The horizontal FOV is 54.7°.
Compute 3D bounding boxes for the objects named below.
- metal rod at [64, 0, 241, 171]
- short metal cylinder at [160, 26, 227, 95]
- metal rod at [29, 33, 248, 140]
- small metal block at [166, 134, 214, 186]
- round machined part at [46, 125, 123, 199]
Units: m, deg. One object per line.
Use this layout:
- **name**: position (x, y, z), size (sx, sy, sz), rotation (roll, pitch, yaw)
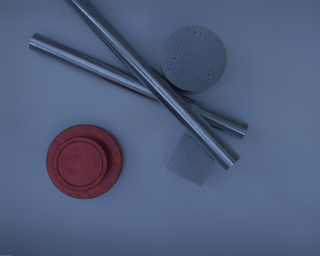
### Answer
- **metal rod**: position (-0.015, -0.066, 0.389), size (0.025, 0.025, 0.300), rotation (-43, 82, 0)
- **short metal cylinder**: position (0.041, -0.084, 0.399), size (0.081, 0.050, 0.079), rotation (0, 90, -1)
- **metal rod**: position (-0.027, -0.055, 0.411), size (0.301, 0.025, 0.025), rotation (23, 90, -1)
- **small metal block**: position (0.042, 0.042, 0.412), size (0.050, 0.025, 0.050), rotation (26, 90, -1)
- **round machined part**: position (-0.099, 0.044, 0.402), size (0.099, 0.042, 0.097), rotation (0, 90, -1)
